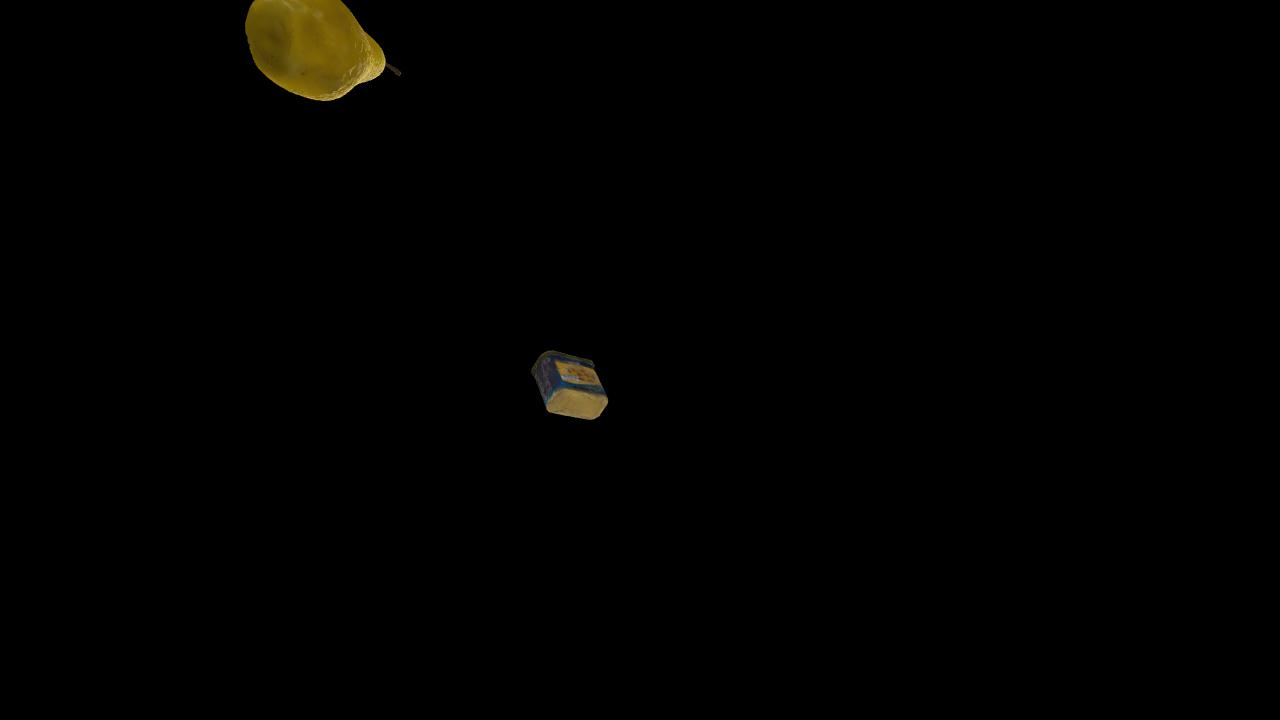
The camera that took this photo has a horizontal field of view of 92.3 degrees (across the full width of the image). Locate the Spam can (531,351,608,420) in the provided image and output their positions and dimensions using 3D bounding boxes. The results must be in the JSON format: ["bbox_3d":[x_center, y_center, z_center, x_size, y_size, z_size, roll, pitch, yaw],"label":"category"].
[{"bbox_3d":[-0.106,0.040,0.944,0.101,0.058,0.085,14,32,-37],"label":"Spam can"}]

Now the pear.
[{"bbox_3d":[-0.225,-0.232,0.454,0.080,0.080,0.111,0,20,17],"label":"pear"}]
